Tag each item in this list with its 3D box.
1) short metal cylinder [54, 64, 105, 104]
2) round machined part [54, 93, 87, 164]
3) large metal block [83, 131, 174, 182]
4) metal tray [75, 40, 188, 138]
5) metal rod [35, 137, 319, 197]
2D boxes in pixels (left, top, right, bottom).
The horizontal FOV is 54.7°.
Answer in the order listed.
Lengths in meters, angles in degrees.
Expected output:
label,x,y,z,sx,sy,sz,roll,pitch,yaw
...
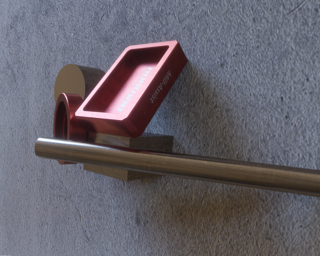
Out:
label,x,y,z,sx,sy,sz,roll,pitch,yaw
short metal cylinder,-0.122,-0.057,0.488,0.080,0.050,0.079,0,90,39
round machined part,-0.117,0.001,0.431,0.098,0.042,0.097,-3,86,60
large metal block,-0.040,0.032,0.401,0.080,0.081,0.050,6,94,39
metal tray,-0.033,-0.051,0.379,0.090,0.030,0.130,6,54,39
metal rod,0.006,0.037,0.323,0.301,0.025,0.025,6,94,15
